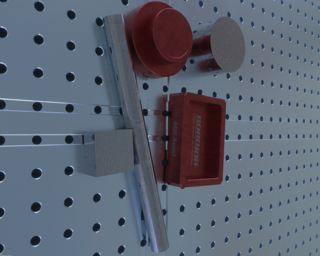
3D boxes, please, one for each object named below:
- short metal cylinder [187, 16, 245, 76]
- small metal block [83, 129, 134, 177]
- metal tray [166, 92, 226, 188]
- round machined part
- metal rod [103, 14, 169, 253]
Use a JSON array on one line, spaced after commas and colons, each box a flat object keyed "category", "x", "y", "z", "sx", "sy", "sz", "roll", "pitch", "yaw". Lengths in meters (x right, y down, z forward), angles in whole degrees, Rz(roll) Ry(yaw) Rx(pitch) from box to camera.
[{"category": "short metal cylinder", "x": 0.083, "y": -0.120, "z": 0.465, "sx": 0.081, "sy": 0.050, "sz": 0.079, "roll": 0, "pitch": 90, "yaw": -40}, {"category": "small metal block", "x": -0.059, "y": 0.027, "z": 0.361, "sx": 0.050, "sy": 0.025, "sz": 0.050, "roll": -5, "pitch": 93, "yaw": -40}, {"category": "metal tray", "x": 0.055, "y": 0.018, "z": 0.453, "sx": 0.091, "sy": 0.030, "sz": 0.129, "roll": 5, "pitch": 87, "yaw": -40}, {"category": "round machined part", "x": 0.005, "y": -0.116, "z": 0.404, "sx": 0.099, "sy": 0.042, "sz": 0.097, "roll": 0, "pitch": 90, "yaw": -40}, {"category": "metal rod", "x": -0.027, "y": 0.014, "z": 0.387, "sx": 0.025, "sy": 0.025, "sz": 0.298, "roll": -18, "pitch": 102, "yaw": -39}]
